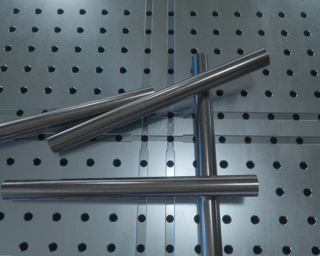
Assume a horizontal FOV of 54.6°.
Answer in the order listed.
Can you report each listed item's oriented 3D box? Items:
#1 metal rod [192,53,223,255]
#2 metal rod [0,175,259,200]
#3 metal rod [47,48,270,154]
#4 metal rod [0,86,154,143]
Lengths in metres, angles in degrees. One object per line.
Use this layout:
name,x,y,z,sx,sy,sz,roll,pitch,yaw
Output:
metal rod,0.059,0.039,0.397,0.025,0.025,0.299,0,70,0
metal rod,-0.040,0.071,0.369,0.301,0.025,0.025,-2,70,6
metal rod,-0.001,-0.036,0.405,0.301,0.025,0.025,-23,72,-1
metal rod,-0.153,-0.008,0.413,0.302,0.025,0.025,-15,71,-6
